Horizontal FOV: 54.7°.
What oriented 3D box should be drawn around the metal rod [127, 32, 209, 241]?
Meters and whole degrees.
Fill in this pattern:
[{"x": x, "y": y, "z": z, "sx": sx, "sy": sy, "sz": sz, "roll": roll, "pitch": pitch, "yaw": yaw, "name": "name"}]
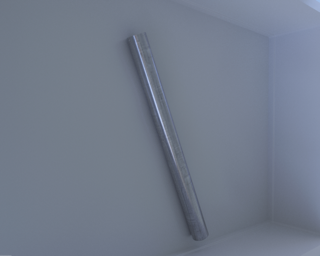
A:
[{"x": 0.015, "y": 0.022, "z": 0.421, "sx": 0.025, "sy": 0.025, "sz": 0.298, "roll": -29, "pitch": 109, "yaw": -36, "name": "metal rod"}]
